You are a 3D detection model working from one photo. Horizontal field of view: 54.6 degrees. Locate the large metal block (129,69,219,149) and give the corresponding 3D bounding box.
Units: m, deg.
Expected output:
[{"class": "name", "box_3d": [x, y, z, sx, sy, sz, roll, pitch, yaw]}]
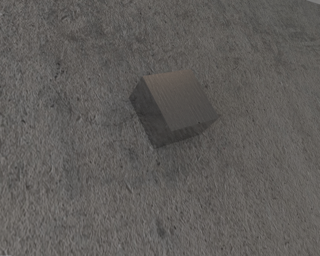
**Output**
[{"class": "large metal block", "box_3d": [0.018, -0.027, 0.413, 0.081, 0.050, 0.080, -15, 70, -34]}]
